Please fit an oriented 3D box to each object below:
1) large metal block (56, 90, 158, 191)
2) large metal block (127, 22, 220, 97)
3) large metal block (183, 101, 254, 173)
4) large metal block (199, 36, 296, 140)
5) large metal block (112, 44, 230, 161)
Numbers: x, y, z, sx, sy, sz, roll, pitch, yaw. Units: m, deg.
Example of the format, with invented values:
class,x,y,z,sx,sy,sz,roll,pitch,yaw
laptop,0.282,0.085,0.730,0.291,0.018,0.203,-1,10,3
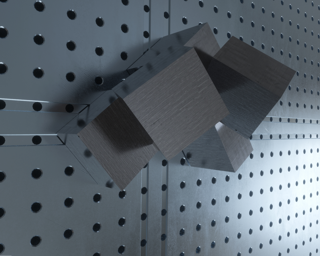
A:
class,x,y,z,sx,sy,sz,roll,pitch,yaw
large metal block,-0.052,0.011,0.350,0.080,0.050,0.080,-47,118,-30
large metal block,0.020,-0.081,0.390,0.080,0.080,0.050,-49,120,-29
large metal block,0.071,0.011,0.434,0.050,0.080,0.080,-41,116,-32
large metal block,0.094,-0.046,0.362,0.080,0.080,0.050,34,55,11
large metal block,0.011,-0.028,0.318,0.080,0.050,0.080,-37,116,-6
